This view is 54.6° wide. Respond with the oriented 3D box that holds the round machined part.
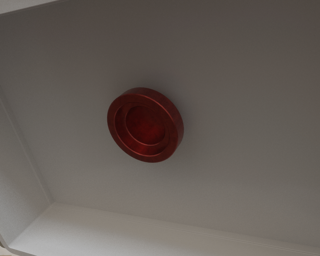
[{"bbox_3d":[-0.015,-0.007,0.398,0.098,0.042,0.097,13,124,21],"label":"round machined part"}]
